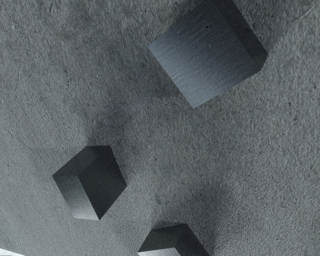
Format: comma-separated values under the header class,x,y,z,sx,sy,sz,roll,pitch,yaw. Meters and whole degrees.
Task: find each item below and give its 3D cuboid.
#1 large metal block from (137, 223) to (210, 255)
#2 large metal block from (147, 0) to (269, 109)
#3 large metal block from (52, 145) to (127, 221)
class,x,y,z,sx,sy,sz,roll,pitch,yaw
large metal block,0.025,0.210,0.508,0.080,0.050,0.080,-25,105,37
large metal block,0.049,-0.079,0.316,0.080,0.050,0.080,-30,102,37
large metal block,-0.105,0.082,0.477,0.050,0.080,0.080,-5,116,30
